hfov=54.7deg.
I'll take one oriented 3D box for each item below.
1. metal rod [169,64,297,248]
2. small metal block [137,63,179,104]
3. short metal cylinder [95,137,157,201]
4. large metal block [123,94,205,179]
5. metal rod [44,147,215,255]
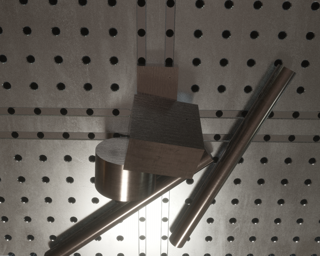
[{"bbox_3d":[0.092,0.051,0.433,0.025,0.025,0.298,25,108,-9],"label":"metal rod"},{"bbox_3d":[-0.003,-0.055,0.393,0.050,0.025,0.050,2,110,-1],"label":"small metal block"},{"bbox_3d":[-0.043,0.051,0.402,0.081,0.080,0.050,5,112,-2],"label":"short metal cylinder"},{"bbox_3d":[0.003,0.009,0.369,0.081,0.080,0.050,9,130,-8],"label":"large metal block"},{"bbox_3d":[-0.052,0.120,0.457,0.300,0.025,0.025,-35,107,11],"label":"metal rod"}]
